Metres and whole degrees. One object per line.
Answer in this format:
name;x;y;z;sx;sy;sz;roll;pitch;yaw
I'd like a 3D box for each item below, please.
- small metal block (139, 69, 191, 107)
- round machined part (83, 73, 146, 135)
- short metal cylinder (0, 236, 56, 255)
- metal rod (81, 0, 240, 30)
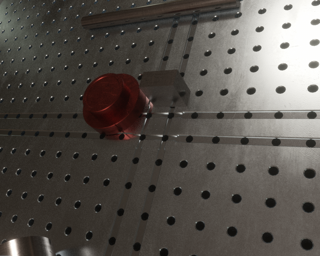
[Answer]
small metal block;0.007;-0.052;0.419;0.050;0.050;0.025;1;63;28
round machined part;-0.075;-0.042;0.461;0.098;0.042;0.098;-13;56;20
short metal cylinder;-0.157;0.168;0.350;0.080;0.080;0.050;-36;51;4
metal rod;-0.015;-0.201;0.537;0.300;0.025;0.025;3;63;29
